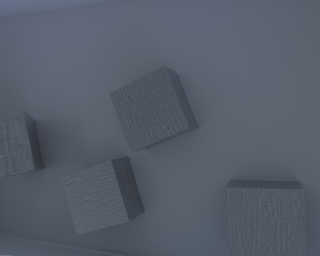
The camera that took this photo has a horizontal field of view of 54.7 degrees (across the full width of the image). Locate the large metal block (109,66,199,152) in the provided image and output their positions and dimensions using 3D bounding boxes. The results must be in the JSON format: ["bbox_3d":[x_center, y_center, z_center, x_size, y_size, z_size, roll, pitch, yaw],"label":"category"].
[{"bbox_3d":[-0.007,-0.022,0.399,0.080,0.050,0.080,-23,83,18],"label":"large metal block"}]

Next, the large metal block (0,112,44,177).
[{"bbox_3d":[-0.206,0.026,0.444,0.050,0.080,0.080,-11,86,-13],"label":"large metal block"}]

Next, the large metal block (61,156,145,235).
[{"bbox_3d":[-0.077,0.091,0.423,0.080,0.050,0.080,-19,84,18],"label":"large metal block"}]

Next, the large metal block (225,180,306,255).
[{"bbox_3d":[0.120,0.104,0.355,0.080,0.050,0.079,-2,89,19],"label":"large metal block"}]
